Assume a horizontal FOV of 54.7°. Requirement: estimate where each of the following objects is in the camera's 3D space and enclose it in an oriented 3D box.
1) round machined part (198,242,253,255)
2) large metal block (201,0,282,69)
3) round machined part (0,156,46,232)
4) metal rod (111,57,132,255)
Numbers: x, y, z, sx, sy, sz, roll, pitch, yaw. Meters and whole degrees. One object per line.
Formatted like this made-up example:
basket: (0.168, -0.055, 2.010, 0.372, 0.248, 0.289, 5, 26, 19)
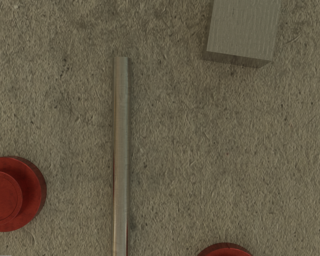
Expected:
round machined part: (0.089, 0.205, 0.402, 0.099, 0.042, 0.097, 0, 90, 0)
large metal block: (0.102, -0.126, 0.398, 0.080, 0.050, 0.080, 9, 90, 0)
round machined part: (-0.203, 0.086, 0.400, 0.099, 0.042, 0.097, 0, 90, 0)
metal rod: (-0.051, 0.058, 0.409, 0.025, 0.025, 0.298, 0, 90, 0)
